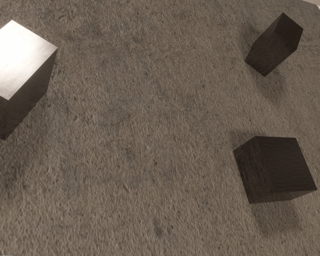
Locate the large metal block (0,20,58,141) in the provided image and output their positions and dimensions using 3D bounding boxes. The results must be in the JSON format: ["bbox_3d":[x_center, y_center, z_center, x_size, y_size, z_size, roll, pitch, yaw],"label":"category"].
[{"bbox_3d":[-0.154,-0.046,0.314,0.050,0.080,0.080,31,52,-9],"label":"large metal block"}]

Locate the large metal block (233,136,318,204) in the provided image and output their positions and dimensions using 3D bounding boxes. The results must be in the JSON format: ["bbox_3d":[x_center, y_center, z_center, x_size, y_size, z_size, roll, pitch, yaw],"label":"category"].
[{"bbox_3d":[0.162,0.059,0.441,0.081,0.050,0.080,3,60,-27],"label":"large metal block"}]

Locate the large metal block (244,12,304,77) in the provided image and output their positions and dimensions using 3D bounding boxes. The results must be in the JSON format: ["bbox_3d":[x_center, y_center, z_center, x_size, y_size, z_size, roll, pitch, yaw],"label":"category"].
[{"bbox_3d":[0.214,-0.156,0.582,0.050,0.080,0.080,37,51,-4],"label":"large metal block"}]
